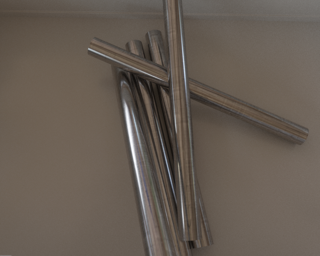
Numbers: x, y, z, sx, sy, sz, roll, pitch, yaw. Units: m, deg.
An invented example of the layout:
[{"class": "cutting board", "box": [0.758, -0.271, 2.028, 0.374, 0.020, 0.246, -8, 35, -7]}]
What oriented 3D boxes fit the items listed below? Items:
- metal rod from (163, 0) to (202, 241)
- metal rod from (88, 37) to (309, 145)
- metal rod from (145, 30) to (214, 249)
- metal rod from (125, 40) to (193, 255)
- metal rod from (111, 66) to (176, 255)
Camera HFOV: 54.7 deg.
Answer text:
[{"class": "metal rod", "box": [0.025, -0.024, 0.372, 0.025, 0.025, 0.298, -3, 79, -2]}, {"class": "metal rod", "box": [0.050, -0.048, 0.406, 0.301, 0.025, 0.025, 23, 71, -1]}, {"class": "metal rod", "box": [0.020, 0.000, 0.409, 0.025, 0.025, 0.299, -11, 70, -4]}, {"class": "metal rod", "box": [-0.006, 0.016, 0.403, 0.025, 0.025, 0.299, -12, 71, -5]}, {"class": "metal rod", "box": [-0.026, 0.017, 0.341, 0.025, 0.025, 0.300, -12, 47, -5]}]
